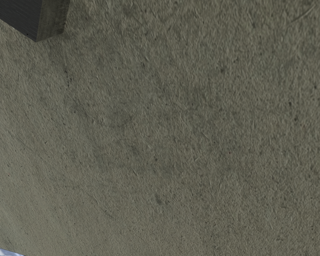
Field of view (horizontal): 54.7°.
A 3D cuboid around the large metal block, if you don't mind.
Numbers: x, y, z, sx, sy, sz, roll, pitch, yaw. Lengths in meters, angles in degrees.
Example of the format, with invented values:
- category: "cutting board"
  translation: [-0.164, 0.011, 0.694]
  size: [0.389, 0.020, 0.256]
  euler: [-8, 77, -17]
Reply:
- category: "large metal block"
  translation: [-0.157, -0.164, 0.372]
  size: [0.080, 0.050, 0.079]
  euler: [34, 129, 6]
